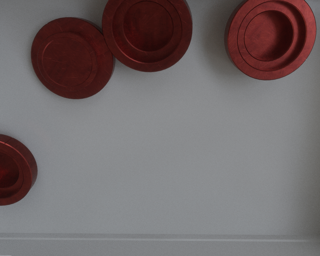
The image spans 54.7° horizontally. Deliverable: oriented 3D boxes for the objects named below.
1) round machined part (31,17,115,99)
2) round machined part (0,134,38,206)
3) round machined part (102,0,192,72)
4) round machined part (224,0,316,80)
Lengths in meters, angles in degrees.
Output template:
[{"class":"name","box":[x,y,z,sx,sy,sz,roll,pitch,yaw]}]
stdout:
[{"class":"round machined part","box":[-0.106,-0.081,0.371,0.099,0.042,0.097,0,110,0]},{"class":"round machined part","box":[-0.215,0.052,0.419,0.099,0.042,0.097,0,110,0]},{"class":"round machined part","box":[-0.012,-0.117,0.351,0.099,0.042,0.097,3,123,5]},{"class":"round machined part","box":[0.124,-0.108,0.363,0.099,0.042,0.097,0,110,0]}]
